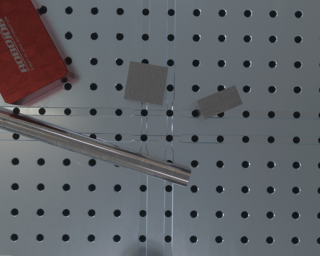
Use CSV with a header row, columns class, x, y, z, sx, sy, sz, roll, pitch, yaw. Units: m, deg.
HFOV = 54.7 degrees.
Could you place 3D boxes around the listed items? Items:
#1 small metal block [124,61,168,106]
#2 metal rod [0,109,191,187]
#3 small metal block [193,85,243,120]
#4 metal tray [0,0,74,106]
class,x,y,z,sx,sy,sz,roll,pitch,yaw
small metal block,-0.018,-0.058,0.413,0.050,0.025,0.050,9,90,0
metal rod,-0.106,0.021,0.412,0.302,0.025,0.025,18,90,0
small metal block,0.073,-0.031,0.401,0.050,0.050,0.025,-22,90,0
metal tray,-0.186,-0.106,0.409,0.090,0.030,0.130,-28,90,0
